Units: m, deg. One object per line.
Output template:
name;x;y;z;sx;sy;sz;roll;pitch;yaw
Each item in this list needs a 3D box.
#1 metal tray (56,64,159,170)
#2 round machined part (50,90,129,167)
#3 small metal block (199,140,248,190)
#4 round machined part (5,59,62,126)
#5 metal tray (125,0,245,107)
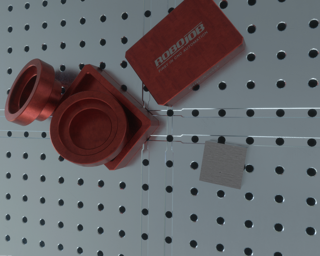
metal tray;-0.078;-0.016;0.437;0.130;0.030;0.090;43;103;15
round machined part;-0.089;0.003;0.409;0.099;0.042;0.098;-1;73;4
small metal block;0.080;0.044;0.384;0.050;0.025;0.050;10;93;19
round machined part;-0.181;-0.048;0.453;0.098;0.042;0.098;-21;56;36
metal tray;0.030;-0.100;0.399;0.130;0.030;0.090;-37;78;16
